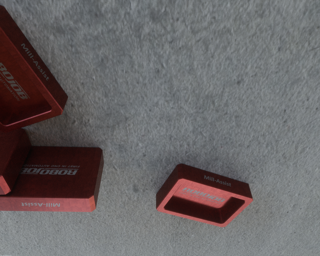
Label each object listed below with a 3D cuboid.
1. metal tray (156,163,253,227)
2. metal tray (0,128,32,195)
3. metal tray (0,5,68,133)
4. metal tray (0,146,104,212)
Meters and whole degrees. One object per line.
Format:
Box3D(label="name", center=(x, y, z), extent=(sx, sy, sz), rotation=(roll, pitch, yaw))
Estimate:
Box3D(label="metal tray", center=(0.070, 0.112, 0.500), extent=(0.131, 0.030, 0.089), rotation=(19, 128, -16))
Box3D(label="metal tray", center=(-0.246, 0.042, 0.396), extent=(0.131, 0.090, 0.030), rotation=(-2, 130, 1))
Box3D(label="metal tray", center=(-0.179, -0.060, 0.350), extent=(0.090, 0.030, 0.130), rotation=(-17, 129, 13))
Box3D(label="metal tray", center=(-0.148, 0.066, 0.418), extent=(0.131, 0.090, 0.030), rotation=(1, 130, -2))
